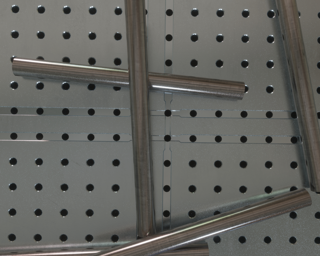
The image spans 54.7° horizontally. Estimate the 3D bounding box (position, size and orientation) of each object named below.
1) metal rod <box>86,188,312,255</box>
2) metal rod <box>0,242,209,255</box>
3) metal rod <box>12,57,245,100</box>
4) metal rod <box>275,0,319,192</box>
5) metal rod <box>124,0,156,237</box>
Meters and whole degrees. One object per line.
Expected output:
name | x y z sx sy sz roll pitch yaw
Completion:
metal rod | 0.052 0.133 0.400 0.302 0.025 0.025 -15 90 -6
metal rod | -0.087 0.172 0.412 0.302 0.025 0.025 -2 90 -1
metal rod | -0.040 -0.065 0.412 0.302 0.025 0.025 6 90 -1
metal rod | 0.188 -0.064 0.415 0.025 0.025 0.298 -11 90 0
metal rod | -0.024 -0.007 0.394 0.025 0.025 0.298 -3 98 -1
